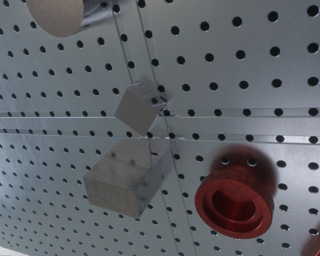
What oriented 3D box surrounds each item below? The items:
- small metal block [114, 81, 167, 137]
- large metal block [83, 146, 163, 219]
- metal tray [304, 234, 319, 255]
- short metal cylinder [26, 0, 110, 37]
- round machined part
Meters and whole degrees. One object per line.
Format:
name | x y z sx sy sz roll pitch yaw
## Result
small metal block | -0.026 -0.024 0.410 0.050 0.025 0.050 35 129 5
large metal block | -0.050 0.075 0.448 0.080 0.080 0.050 10 123 22
metal tray | 0.257 0.185 0.387 0.130 0.030 0.089 21 127 15
short metal cylinder | -0.107 -0.151 0.358 0.080 0.050 0.079 13 124 21
round machined part | 0.099 0.094 0.407 0.098 0.042 0.097 13 124 21
